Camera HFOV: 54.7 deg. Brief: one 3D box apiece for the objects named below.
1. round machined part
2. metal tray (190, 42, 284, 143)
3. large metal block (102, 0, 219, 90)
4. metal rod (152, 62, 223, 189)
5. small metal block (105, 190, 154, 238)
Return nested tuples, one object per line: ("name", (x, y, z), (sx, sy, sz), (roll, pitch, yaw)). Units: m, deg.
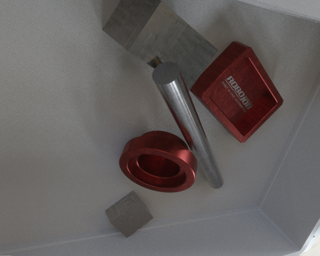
("round machined part", (0.000, 0.040, 0.403), (0.098, 0.042, 0.097), (10, 140, 9))
("metal tray", (0.113, -0.046, 0.440), (0.090, 0.030, 0.130), (-46, 130, 4))
("large metal block", (-0.002, -0.091, 0.317), (0.080, 0.080, 0.050), (27, 103, -38))
("metal rod", (0.050, 0.021, 0.395), (0.025, 0.025, 0.300), (-38, 147, -3))
("small metal block", (-0.045, 0.130, 0.466), (0.050, 0.025, 0.050), (-36, 129, -5))
